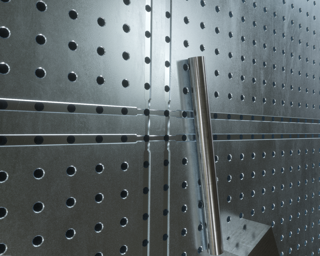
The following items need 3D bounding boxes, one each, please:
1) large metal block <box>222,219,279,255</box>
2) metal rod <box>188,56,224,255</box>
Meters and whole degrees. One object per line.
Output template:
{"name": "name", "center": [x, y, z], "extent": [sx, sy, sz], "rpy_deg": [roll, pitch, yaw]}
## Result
{"name": "large metal block", "center": [0.155, 0.216, 0.523], "extent": [0.081, 0.050, 0.080], "rpy_deg": [-32, 110, -36]}
{"name": "metal rod", "center": [0.070, 0.044, 0.467], "extent": [0.025, 0.025, 0.298], "rpy_deg": [-11, 97, -40]}
